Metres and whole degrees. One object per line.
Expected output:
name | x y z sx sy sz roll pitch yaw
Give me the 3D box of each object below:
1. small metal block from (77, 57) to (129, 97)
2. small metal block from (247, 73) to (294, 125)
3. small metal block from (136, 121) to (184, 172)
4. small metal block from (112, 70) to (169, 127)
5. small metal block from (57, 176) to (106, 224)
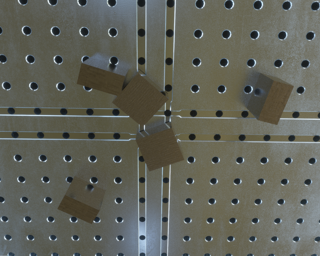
small metal block | -0.067 -0.063 0.376 0.050 0.050 0.025 16 109 -6
small metal block | 0.136 -0.038 0.388 0.025 0.050 0.050 14 109 -6
small metal block | 0.000 0.025 0.423 0.050 0.025 0.050 -19 109 6
small metal block | -0.025 -0.038 0.399 0.050 0.025 0.050 40 105 -14
small metal block | -0.109 0.100 0.436 0.050 0.050 0.025 28 108 -10
